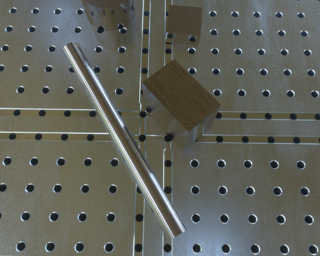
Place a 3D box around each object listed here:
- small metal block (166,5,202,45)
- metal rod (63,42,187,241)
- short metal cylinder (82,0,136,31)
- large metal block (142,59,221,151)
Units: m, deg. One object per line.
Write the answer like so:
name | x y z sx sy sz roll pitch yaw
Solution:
small metal block | 0.036 -0.156 0.469 0.050 0.025 0.050 6 70 1
metal rod | -0.054 0.005 0.409 0.025 0.025 0.299 -29 73 -10
short metal cylinder | -0.077 -0.196 0.469 0.081 0.050 0.080 0 70 0
large metal block | 0.024 -0.026 0.392 0.050 0.080 0.080 -39 75 -13
